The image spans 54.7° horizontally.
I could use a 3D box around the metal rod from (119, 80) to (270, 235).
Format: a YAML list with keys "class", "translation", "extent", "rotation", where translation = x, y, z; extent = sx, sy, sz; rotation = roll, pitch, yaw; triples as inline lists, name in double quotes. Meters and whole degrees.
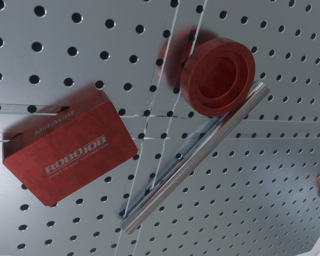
- class: "metal rod"
  translation: [0.050, 0.046, 0.467]
  extent: [0.300, 0.025, 0.025]
  rotation: [-47, 129, 4]

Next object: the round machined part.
- class: "round machined part"
  translation: [0.069, -0.067, 0.397]
  extent: [0.099, 0.042, 0.097]
  rotation: [-14, 124, -21]

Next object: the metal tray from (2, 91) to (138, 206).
- class: "metal tray"
  translation: [-0.102, 0.026, 0.369]
  extent: [0.131, 0.030, 0.090]
  rotation: [-31, 129, -9]
